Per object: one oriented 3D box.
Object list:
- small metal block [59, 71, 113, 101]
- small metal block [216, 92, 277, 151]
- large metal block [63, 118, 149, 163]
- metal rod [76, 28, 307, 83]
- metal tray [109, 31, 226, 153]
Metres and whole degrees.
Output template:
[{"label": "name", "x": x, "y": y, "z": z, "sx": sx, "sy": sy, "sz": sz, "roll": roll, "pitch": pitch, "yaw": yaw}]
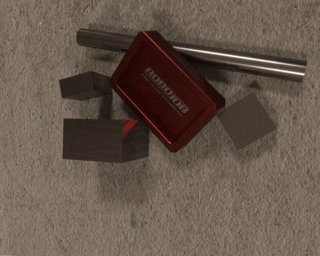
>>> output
[{"label": "small metal block", "x": -0.102, "y": -0.057, "z": 0.430, "sx": 0.050, "sy": 0.050, "sz": 0.025, "roll": -11, "pitch": 86, "yaw": 19}, {"label": "small metal block", "x": 0.104, "y": -0.008, "z": 0.372, "sx": 0.050, "sy": 0.025, "sz": 0.050, "roll": -33, "pitch": 80, "yaw": 16}, {"label": "large metal block", "x": -0.067, "y": 0.014, "z": 0.402, "sx": 0.080, "sy": 0.080, "sz": 0.050, "roll": 2, "pitch": 91, "yaw": 19}, {"label": "metal rod", "x": 0.025, "y": -0.097, "z": 0.399, "sx": 0.301, "sy": 0.025, "sz": 0.025, "roll": 14, "pitch": 95, "yaw": 19}, {"label": "metal tray", "x": 0.005, "y": -0.045, "z": 0.385, "sx": 0.130, "sy": 0.030, "sz": 0.090, "roll": 48, "pitch": 125, "yaw": 11}]
